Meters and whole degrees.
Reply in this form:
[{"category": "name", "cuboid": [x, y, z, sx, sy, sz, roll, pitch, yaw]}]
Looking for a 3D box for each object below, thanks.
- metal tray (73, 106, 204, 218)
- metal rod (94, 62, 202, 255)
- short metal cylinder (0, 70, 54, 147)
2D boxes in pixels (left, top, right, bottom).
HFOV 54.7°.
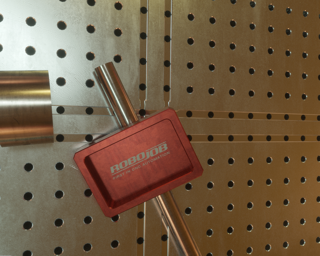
[{"category": "metal tray", "cuboid": [-0.025, 0.041, 0.377, 0.130, 0.030, 0.090, -26, 99, 2]}, {"category": "metal rod", "cuboid": [-0.010, 0.057, 0.409, 0.025, 0.025, 0.299, -27, 99, -18]}, {"category": "short metal cylinder", "cuboid": [-0.143, -0.021, 0.331, 0.050, 0.080, 0.079, -5, 92, -20]}]
